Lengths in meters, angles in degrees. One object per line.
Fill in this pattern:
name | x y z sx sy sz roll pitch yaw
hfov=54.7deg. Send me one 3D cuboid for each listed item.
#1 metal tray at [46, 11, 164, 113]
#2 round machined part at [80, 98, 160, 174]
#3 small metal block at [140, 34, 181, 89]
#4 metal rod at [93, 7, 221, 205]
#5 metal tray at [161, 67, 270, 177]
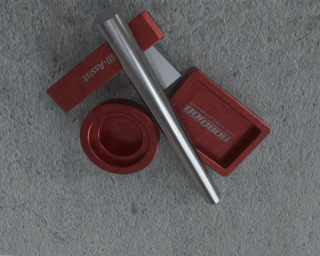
metal tray | -0.057 -0.077 0.346 0.130 0.090 0.030 -35 107 12
round machined part | -0.049 0.008 0.400 0.099 0.042 0.097 2 113 5
small metal block | -0.005 -0.080 0.363 0.025 0.050 0.050 -40 120 16
metal rod | 0.016 0.003 0.355 0.025 0.025 0.299 -25 130 8
metal tray | 0.065 -0.006 0.407 0.130 0.030 0.090 36 106 -13
